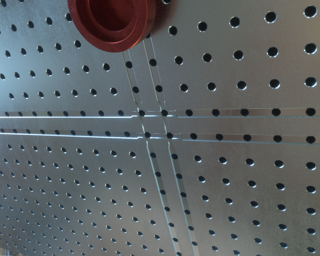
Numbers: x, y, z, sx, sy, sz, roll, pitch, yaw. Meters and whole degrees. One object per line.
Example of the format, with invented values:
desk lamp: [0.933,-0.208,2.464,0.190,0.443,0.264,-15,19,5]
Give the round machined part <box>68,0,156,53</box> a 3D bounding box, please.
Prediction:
round machined part: [-0.049,-0.137,0.340,0.098,0.042,0.097,13,124,20]
